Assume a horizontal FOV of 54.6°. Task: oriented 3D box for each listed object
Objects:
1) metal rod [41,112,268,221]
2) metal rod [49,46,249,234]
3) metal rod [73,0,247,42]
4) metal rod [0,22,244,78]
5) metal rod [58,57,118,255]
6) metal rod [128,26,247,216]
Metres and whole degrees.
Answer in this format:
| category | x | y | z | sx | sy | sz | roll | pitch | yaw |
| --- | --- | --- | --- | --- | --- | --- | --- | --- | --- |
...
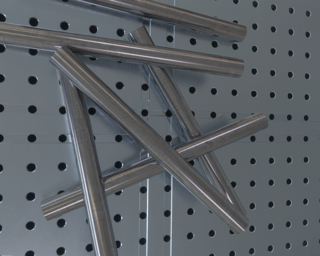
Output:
| category | x | y | z | sx | sy | sz | roll | pitch | yaw |
| --- | --- | --- | --- | --- | --- | --- | --- | --- | --- |
| metal rod | 0.003 | 0.043 | 0.394 | 0.302 | 0.025 | 0.025 | -22 | 98 | -12 |
| metal rod | -0.006 | 0.020 | 0.365 | 0.300 | 0.025 | 0.025 | 44 | 76 | -9 |
| metal rod | -0.020 | -0.157 | 0.404 | 0.302 | 0.025 | 0.025 | 7 | 88 | -20 |
| metal rod | -0.043 | -0.092 | 0.374 | 0.302 | 0.025 | 0.025 | 6 | 88 | -12 |
| metal rod | -0.077 | 0.063 | 0.351 | 0.025 | 0.025 | 0.299 | -11 | 82 | -20 |
| metal rod | 0.042 | 0.002 | 0.427 | 0.025 | 0.025 | 0.299 | -33 | 101 | -17 |
